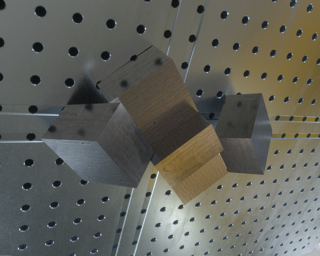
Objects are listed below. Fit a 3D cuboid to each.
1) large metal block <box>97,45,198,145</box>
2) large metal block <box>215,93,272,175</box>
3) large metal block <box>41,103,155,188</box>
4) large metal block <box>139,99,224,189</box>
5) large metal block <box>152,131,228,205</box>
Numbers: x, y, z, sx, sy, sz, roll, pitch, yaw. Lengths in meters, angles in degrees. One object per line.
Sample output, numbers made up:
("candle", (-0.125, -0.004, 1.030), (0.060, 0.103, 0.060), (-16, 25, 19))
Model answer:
("large metal block", (-0.013, -0.035, 0.365), (0.080, 0.050, 0.080), (-35, 130, -3))
("large metal block", (0.120, 0.009, 0.438), (0.080, 0.050, 0.080), (58, 44, -39))
("large metal block", (-0.065, 0.019, 0.342), (0.080, 0.080, 0.050), (58, 45, -39))
("large metal block", (0.019, 0.015, 0.394), (0.080, 0.080, 0.050), (-36, 131, -4))
("large metal block", (0.041, 0.051, 0.448), (0.080, 0.050, 0.080), (-35, 128, -5))
